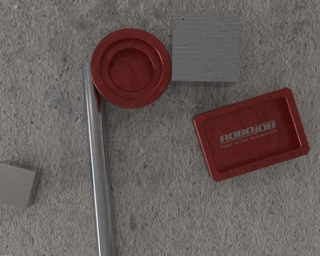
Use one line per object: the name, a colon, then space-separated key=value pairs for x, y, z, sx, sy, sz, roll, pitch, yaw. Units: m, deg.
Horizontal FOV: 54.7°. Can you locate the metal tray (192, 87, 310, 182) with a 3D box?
metal tray: x=0.117 y=0.008 z=0.408 sx=0.131 sy=0.030 sz=0.090 roll=-17 pitch=90 yaw=0

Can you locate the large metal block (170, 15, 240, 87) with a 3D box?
large metal block: x=0.055 y=-0.096 z=0.398 sx=0.081 sy=0.050 sz=0.080 roll=1 pitch=90 yaw=0

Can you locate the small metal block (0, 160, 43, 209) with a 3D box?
small metal block: x=-0.190 y=0.074 z=0.408 sx=0.050 sy=0.025 sz=0.050 roll=15 pitch=90 yaw=0

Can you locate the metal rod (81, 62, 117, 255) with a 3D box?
metal rod: x=-0.079 y=0.064 z=0.409 sx=0.025 sy=0.025 sz=0.298 roll=-5 pitch=90 yaw=0

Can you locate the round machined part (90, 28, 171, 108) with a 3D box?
round machined part: x=-0.037 y=-0.073 z=0.397 sx=0.099 sy=0.042 sz=0.097 roll=0 pitch=89 yaw=-8
